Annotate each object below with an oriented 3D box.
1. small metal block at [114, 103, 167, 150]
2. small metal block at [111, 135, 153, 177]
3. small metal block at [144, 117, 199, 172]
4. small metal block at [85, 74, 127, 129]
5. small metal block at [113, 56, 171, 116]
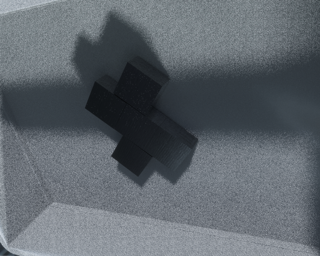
[{"bbox_3d":[-0.027,-0.006,0.415,0.050,0.025,0.050,36,129,4],"label":"small metal block"},{"bbox_3d":[-0.036,0.035,0.447,0.050,0.025,0.050,37,130,3],"label":"small metal block"},{"bbox_3d":[0.014,0.023,0.412,0.050,0.025,0.050,36,129,4],"label":"small metal block"},{"bbox_3d":[-0.068,-0.035,0.420,0.050,0.025,0.050,36,129,4],"label":"small metal block"},{"bbox_3d":[-0.023,-0.052,0.386,0.050,0.025,0.050,36,128,4],"label":"small metal block"}]
